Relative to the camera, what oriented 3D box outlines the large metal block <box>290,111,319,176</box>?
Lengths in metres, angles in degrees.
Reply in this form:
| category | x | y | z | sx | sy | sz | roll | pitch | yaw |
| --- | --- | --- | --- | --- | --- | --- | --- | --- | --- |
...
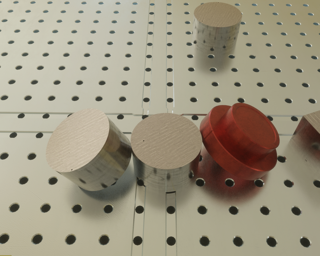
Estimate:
| category | x | y | z | sx | sy | sz | roll | pitch | yaw |
| --- | --- | --- | --- | --- | --- | --- | --- | --- | --- |
| large metal block | 0.224 | 0.019 | 0.377 | 0.081 | 0.050 | 0.080 | -17 | 52 | -14 |

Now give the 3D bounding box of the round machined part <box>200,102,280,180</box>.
| category | x | y | z | sx | sy | sz | roll | pitch | yaw |
| --- | --- | --- | --- | --- | --- | --- | --- | --- | --- |
| round machined part | 0.099 | 0.009 | 0.364 | 0.099 | 0.042 | 0.098 | 21 | 42 | -19 |

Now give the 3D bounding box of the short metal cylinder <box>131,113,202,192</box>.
| category | x | y | z | sx | sy | sz | roll | pitch | yaw |
| --- | --- | --- | --- | --- | --- | --- | --- | --- | --- |
| short metal cylinder | 0.007 | 0.028 | 0.367 | 0.081 | 0.050 | 0.080 | 0 | 50 | 0 |

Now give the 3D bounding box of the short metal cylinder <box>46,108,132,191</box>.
| category | x | y | z | sx | sy | sz | roll | pitch | yaw |
| --- | --- | --- | --- | --- | --- | --- | --- | --- | --- |
| short metal cylinder | -0.080 | 0.025 | 0.352 | 0.080 | 0.050 | 0.080 | -14 | 52 | 19 |

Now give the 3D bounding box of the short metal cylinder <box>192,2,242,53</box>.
| category | x | y | z | sx | sy | sz | roll | pitch | yaw |
| --- | --- | --- | --- | --- | --- | --- | --- | --- | --- |
| short metal cylinder | 0.097 | -0.176 | 0.540 | 0.081 | 0.050 | 0.080 | 0 | 50 | 0 |
